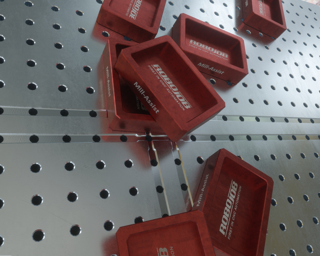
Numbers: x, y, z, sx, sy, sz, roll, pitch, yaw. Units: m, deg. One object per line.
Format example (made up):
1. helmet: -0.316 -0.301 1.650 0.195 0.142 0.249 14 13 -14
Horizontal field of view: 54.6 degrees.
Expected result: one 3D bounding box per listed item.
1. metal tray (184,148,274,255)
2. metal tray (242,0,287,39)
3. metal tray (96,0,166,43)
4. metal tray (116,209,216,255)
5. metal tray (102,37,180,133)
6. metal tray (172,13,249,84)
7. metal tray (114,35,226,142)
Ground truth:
1. metal tray: 0.091 0.100 0.391 0.090 0.030 0.130 32 52 -8
2. metal tray: 0.229 -0.267 0.689 0.091 0.030 0.130 19 54 -17
3. metal tray: -0.040 -0.202 0.505 0.090 0.030 0.130 22 53 -15
4. metal tray: 0.013 0.154 0.297 0.091 0.030 0.130 -10 65 -8
5. metal tray: -0.027 -0.058 0.425 0.091 0.030 0.130 5 60 -26
6. metal tray: 0.086 -0.136 0.532 0.131 0.030 0.090 16 55 -19
7. metal tray: 0.014 -0.056 0.406 0.091 0.030 0.130 -31 79 -38
